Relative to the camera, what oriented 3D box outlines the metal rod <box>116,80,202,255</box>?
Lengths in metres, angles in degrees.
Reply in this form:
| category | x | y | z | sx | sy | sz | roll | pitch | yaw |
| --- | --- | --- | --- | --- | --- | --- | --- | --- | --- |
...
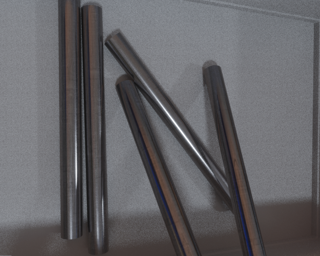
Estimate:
| category | x | y | z | sx | sy | sz | roll | pitch | yaw |
| --- | --- | --- | --- | --- | --- | --- | --- | --- | --- |
| metal rod | 0.007 | 0.076 | 0.344 | 0.025 | 0.025 | 0.299 | -14 | 68 | -20 |

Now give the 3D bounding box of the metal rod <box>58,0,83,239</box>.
| category | x | y | z | sx | sy | sz | roll | pitch | yaw |
| --- | --- | --- | --- | --- | --- | --- | --- | --- | --- |
| metal rod | -0.107 | -0.020 | 0.371 | 0.025 | 0.025 | 0.298 | -1 | 90 | -20 |

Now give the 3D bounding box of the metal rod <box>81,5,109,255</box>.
| category | x | y | z | sx | sy | sz | roll | pitch | yaw |
| --- | --- | --- | --- | --- | --- | --- | --- | --- | --- |
| metal rod | -0.080 | 0.003 | 0.381 | 0.025 | 0.025 | 0.298 | -2 | 91 | -20 |

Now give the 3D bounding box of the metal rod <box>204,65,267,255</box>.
| category | x | y | z | sx | sy | sz | roll | pitch | yaw |
| --- | --- | --- | --- | --- | --- | --- | --- | --- | --- |
| metal rod | 0.093 | 0.053 | 0.382 | 0.025 | 0.025 | 0.299 | 2 | 65 | -20 |

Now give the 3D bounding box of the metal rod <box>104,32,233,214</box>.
| category | x | y | z | sx | sy | sz | roll | pitch | yaw |
| --- | --- | --- | --- | --- | --- | --- | --- | --- | --- |
| metal rod | 0.029 | 0.003 | 0.422 | 0.025 | 0.025 | 0.300 | -41 | 103 | -16 |
